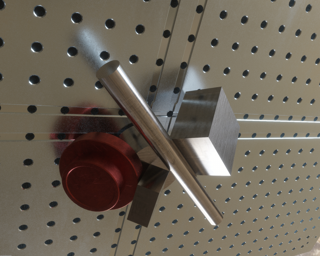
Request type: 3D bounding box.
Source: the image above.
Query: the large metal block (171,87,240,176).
[{"bbox_3d":[0.062,0.006,0.400,0.080,0.050,0.080,55,43,-39],"label":"large metal block"}]

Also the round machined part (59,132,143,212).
[{"bbox_3d":[-0.072,0.057,0.358,0.098,0.042,0.097,6,117,12],"label":"round machined part"}]

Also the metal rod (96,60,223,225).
[{"bbox_3d":[0.018,0.041,0.377,0.025,0.025,0.300,-37,129,-3],"label":"metal rod"}]

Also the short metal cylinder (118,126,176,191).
[{"bbox_3d":[-0.018,0.041,0.406,0.081,0.050,0.079,-14,124,-21],"label":"short metal cylinder"}]

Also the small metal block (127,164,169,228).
[{"bbox_3d":[-0.013,0.078,0.364,0.025,0.050,0.050,20,114,7],"label":"small metal block"}]
